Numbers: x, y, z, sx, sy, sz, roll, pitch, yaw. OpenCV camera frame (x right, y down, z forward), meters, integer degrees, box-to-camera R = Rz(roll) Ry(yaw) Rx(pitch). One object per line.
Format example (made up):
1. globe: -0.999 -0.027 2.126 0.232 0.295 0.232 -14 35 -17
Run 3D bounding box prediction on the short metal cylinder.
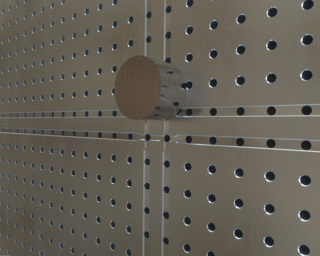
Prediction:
1. short metal cylinder: -0.013 -0.050 0.402 0.080 0.050 0.079 0 90 39
